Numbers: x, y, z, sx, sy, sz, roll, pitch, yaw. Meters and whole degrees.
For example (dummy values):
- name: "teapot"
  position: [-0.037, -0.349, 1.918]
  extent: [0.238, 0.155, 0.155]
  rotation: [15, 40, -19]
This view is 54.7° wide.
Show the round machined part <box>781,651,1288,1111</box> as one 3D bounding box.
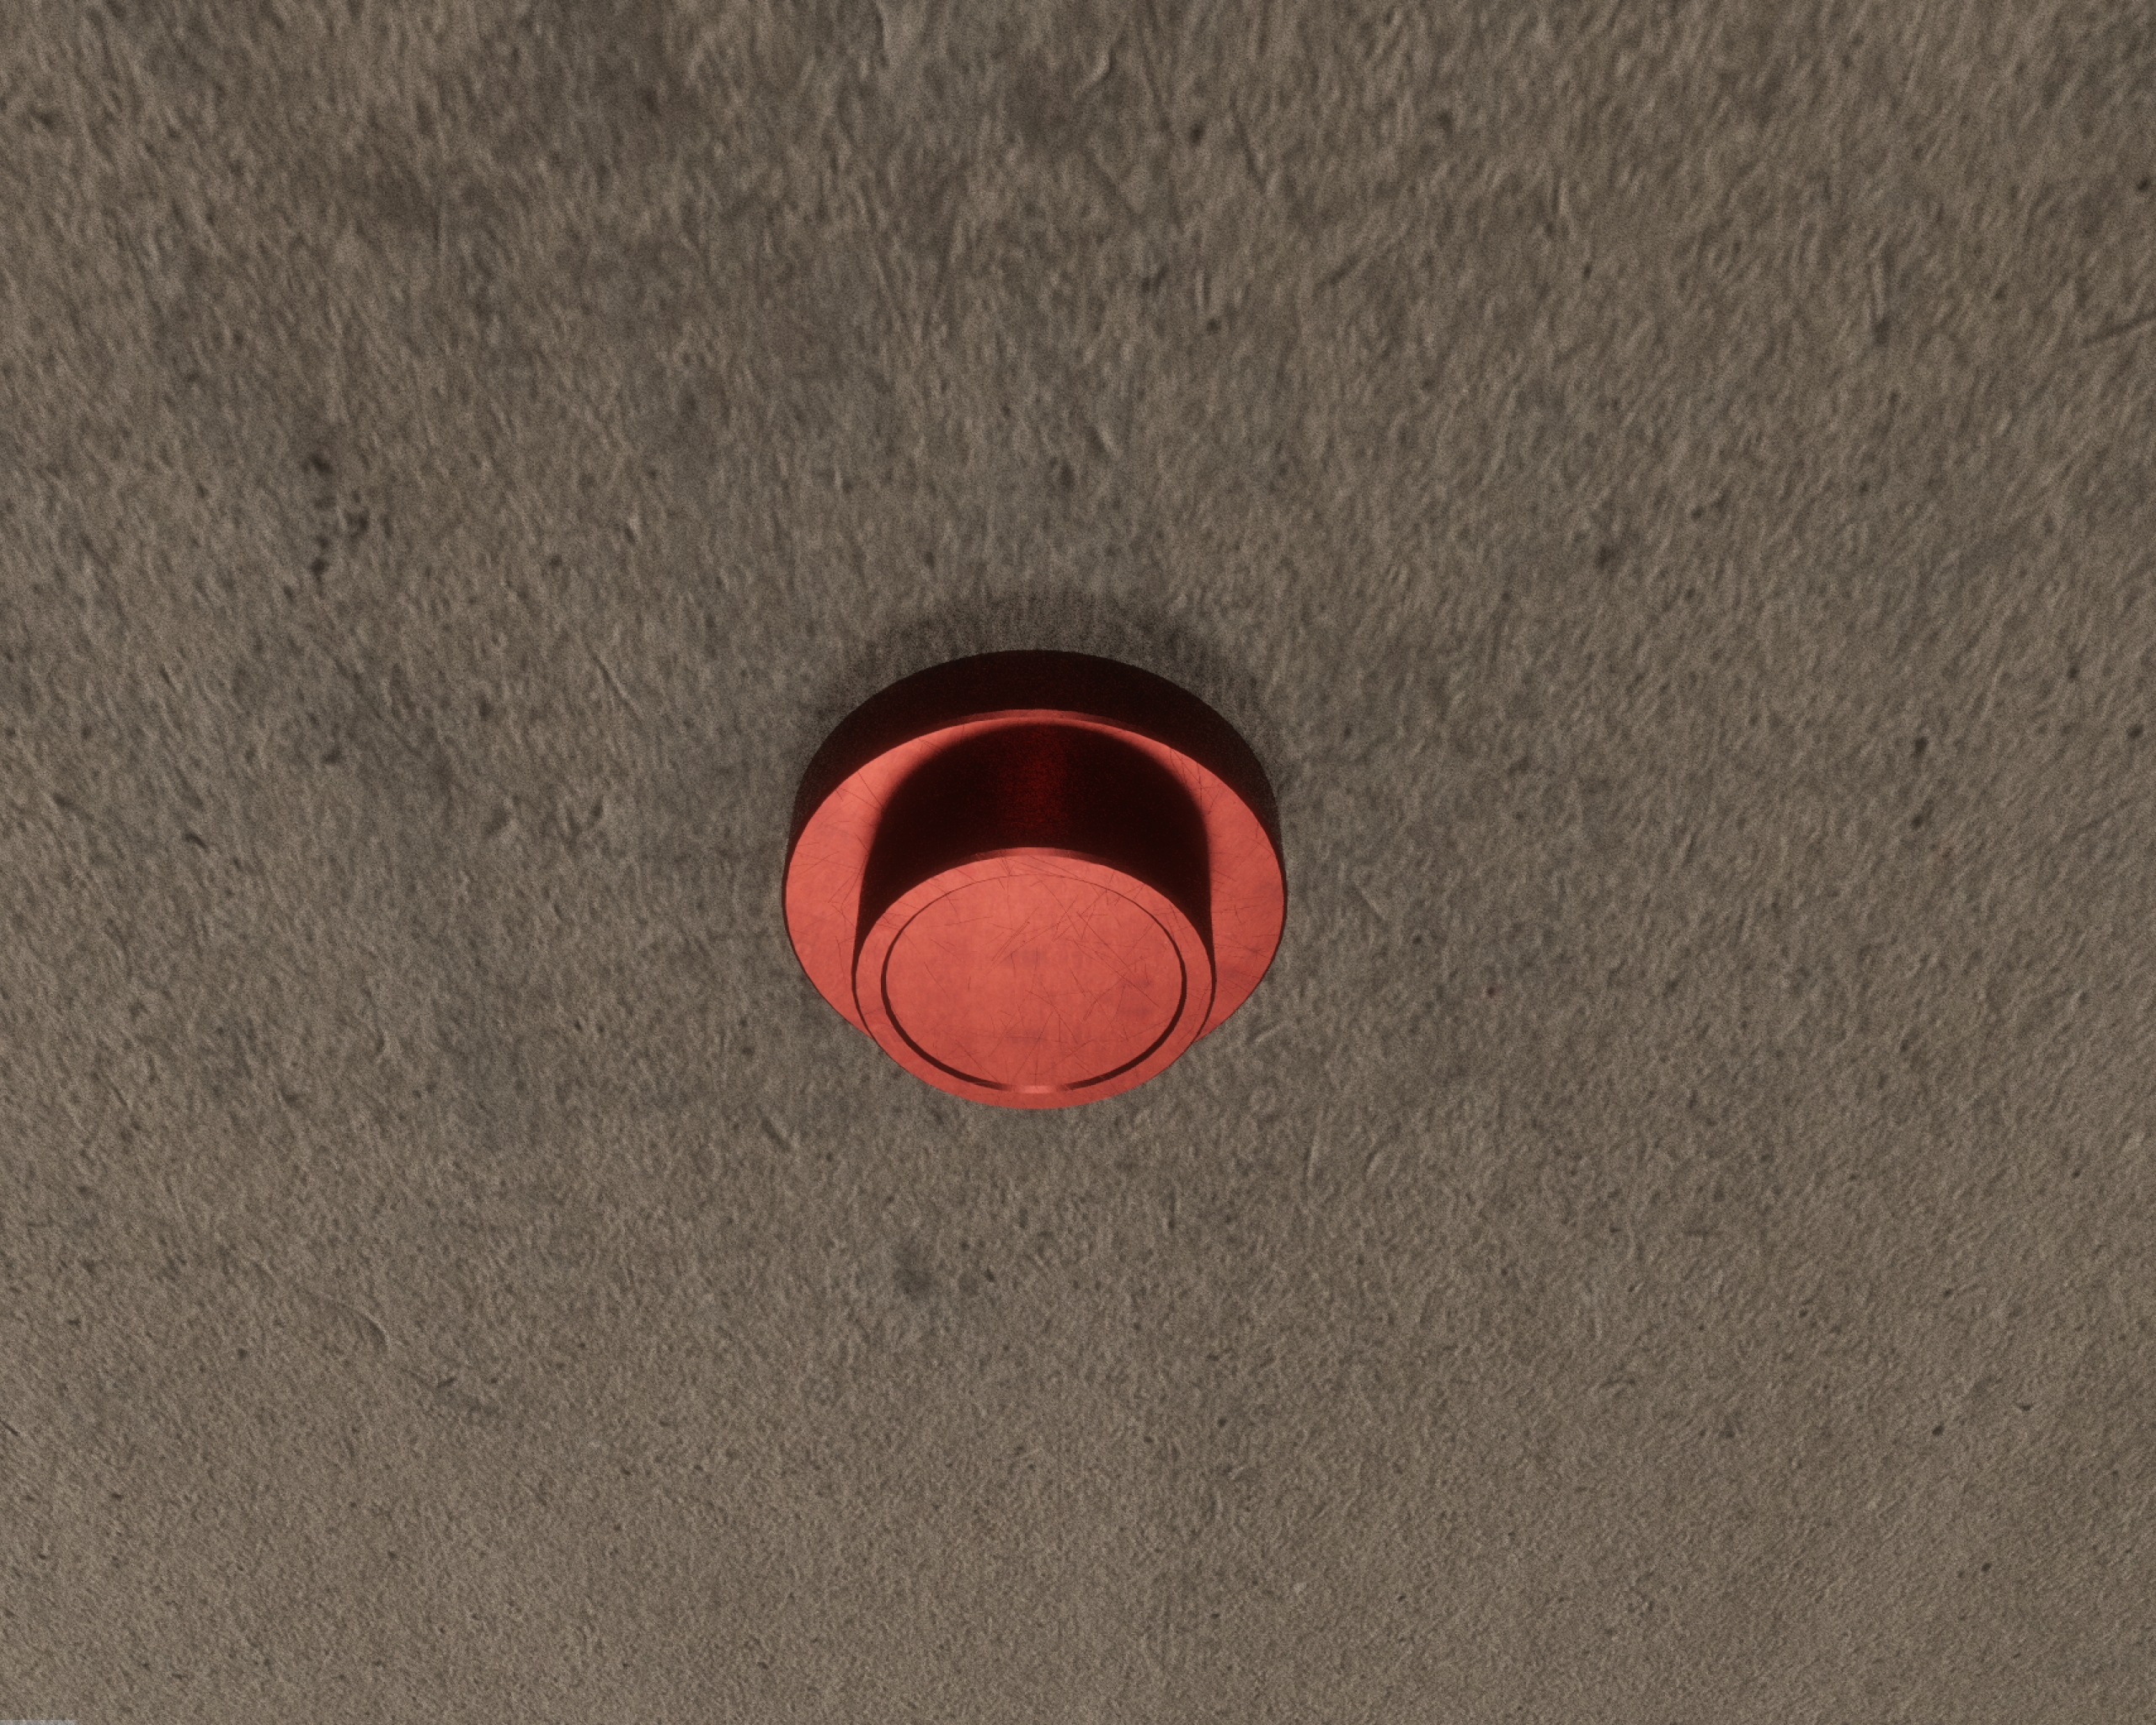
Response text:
- name: "round machined part"
  position: [-0.008, 0.010, 0.406]
  extent: [0.099, 0.042, 0.097]
  rotation: [-1, 130, 0]
